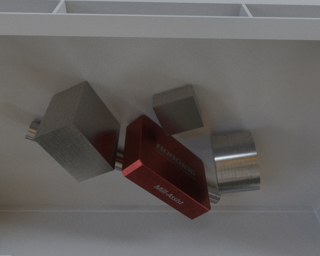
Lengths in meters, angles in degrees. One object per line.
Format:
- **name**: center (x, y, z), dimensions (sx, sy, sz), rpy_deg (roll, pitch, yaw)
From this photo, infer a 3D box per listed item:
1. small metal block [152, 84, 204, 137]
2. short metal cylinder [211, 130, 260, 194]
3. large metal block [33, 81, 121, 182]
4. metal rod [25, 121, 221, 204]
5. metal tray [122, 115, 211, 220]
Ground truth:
- **small metal block**: center (0.023, -0.021, 0.388), dimensions (0.050, 0.025, 0.050), rpy_deg (-16, 129, 12)
- **short metal cylinder**: center (0.098, 0.045, 0.411), dimensions (0.050, 0.080, 0.080), rpy_deg (-8, 130, 8)
- **large metal block**: center (-0.093, 0.004, 0.373), dimensions (0.050, 0.080, 0.080), rpy_deg (-21, 127, 16)
- **metal rod**: center (-0.040, 0.056, 0.455), dimensions (0.302, 0.025, 0.025), rpy_deg (22, 126, -19)
- **metal tray**: center (0.011, 0.052, 0.408), dimensions (0.030, 0.090, 0.130), rpy_deg (-36, 122, 26)
